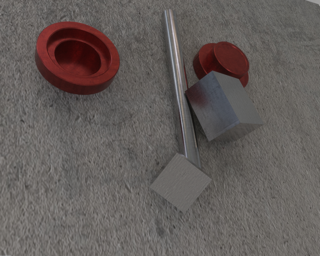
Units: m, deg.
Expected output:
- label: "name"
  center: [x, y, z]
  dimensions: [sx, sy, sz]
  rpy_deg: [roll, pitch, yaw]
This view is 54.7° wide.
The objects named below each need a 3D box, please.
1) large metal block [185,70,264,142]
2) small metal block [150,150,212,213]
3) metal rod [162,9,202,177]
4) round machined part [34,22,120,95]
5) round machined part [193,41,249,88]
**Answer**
- label: "large metal block"
  center: [0.092, -0.028, 0.438]
  dimensions: [0.081, 0.050, 0.080]
  rpy_deg: [2, 59, -51]
- label: "small metal block"
  center: [0.024, 0.061, 0.362]
  dimensions: [0.050, 0.025, 0.050]
  rpy_deg: [38, 93, -3]
- label: "metal rod"
  center: [0.029, -0.063, 0.457]
  dimensions: [0.025, 0.025, 0.299]
  rpy_deg: [8, 58, -24]
- label: "round machined part"
  center: [-0.104, -0.082, 0.387]
  dimensions: [0.099, 0.042, 0.098]
  rpy_deg: [14, 56, -21]
- label: "round machined part"
  center: [0.108, -0.104, 0.515]
  dimensions: [0.099, 0.042, 0.098]
  rpy_deg: [14, 56, -21]
